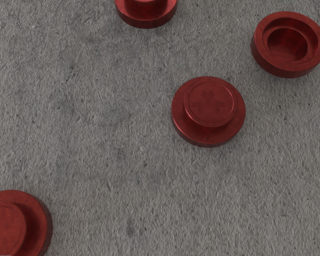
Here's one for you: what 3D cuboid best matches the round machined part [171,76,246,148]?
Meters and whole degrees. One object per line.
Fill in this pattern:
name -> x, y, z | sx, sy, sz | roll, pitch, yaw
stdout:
round machined part -> 0.064, -0.026, 0.409 | 0.099, 0.042, 0.098 | 0, 70, 0

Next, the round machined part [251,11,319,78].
round machined part -> 0.178, -0.113, 0.442 | 0.099, 0.042, 0.098 | 0, 70, 0

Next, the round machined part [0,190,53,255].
round machined part -> -0.179, 0.120, 0.354 | 0.099, 0.042, 0.098 | 0, 70, 0

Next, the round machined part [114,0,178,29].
round machined part -> -0.022, -0.205, 0.474 | 0.099, 0.042, 0.098 | 0, 70, 0
